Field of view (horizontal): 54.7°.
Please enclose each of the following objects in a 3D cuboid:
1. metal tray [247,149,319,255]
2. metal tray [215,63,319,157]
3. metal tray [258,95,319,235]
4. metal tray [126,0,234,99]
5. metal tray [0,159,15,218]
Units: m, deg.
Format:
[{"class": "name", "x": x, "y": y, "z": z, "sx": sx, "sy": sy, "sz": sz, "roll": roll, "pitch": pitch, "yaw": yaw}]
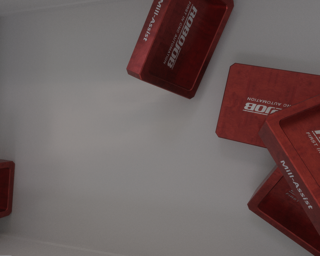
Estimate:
[{"class": "metal tray", "x": 0.170, "y": 0.090, "z": 0.323, "sx": 0.130, "sy": 0.030, "sz": 0.089, "roll": 35, "pitch": 135, "yaw": 16}, {"class": "metal tray", "x": 0.139, "y": -0.020, "z": 0.359, "sx": 0.130, "sy": 0.030, "sz": 0.089, "roll": 13, "pitch": 94, "yaw": 19}, {"class": "metal tray", "x": 0.163, "y": 0.033, "z": 0.281, "sx": 0.091, "sy": 0.030, "sz": 0.130, "roll": -21, "pitch": 66, "yaw": -8}, {"class": "metal tray", "x": 0.026, "y": -0.108, "z": 0.365, "sx": 0.030, "sy": 0.091, "sz": 0.129, "roll": 32, "pitch": 102, "yaw": 48}, {"class": "metal tray", "x": -0.277, "y": 0.097, "z": 0.452, "sx": 0.030, "sy": 0.130, "sz": 0.089, "roll": 5, "pitch": 92, "yaw": 20}]
